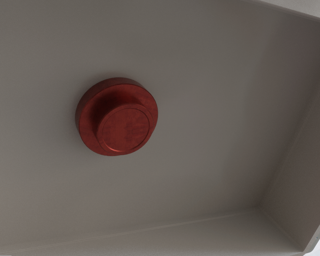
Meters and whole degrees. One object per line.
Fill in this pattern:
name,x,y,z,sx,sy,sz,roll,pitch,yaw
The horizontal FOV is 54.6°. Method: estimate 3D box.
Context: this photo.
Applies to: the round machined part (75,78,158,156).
round machined part,-0.047,-0.007,0.368,0.099,0.042,0.097,-14,124,-21
